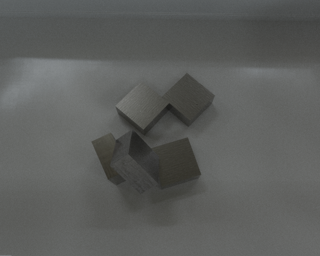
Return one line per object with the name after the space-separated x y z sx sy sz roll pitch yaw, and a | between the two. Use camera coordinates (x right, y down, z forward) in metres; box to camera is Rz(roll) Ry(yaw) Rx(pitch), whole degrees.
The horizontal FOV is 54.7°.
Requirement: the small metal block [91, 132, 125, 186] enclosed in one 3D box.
-0.057 0.039 0.381 0.025 0.050 0.050 -26 72 -5 | small metal block

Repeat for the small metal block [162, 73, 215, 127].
0.038 -0.038 0.424 0.050 0.025 0.050 42 75 13 | small metal block

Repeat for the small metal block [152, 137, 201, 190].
0.019 0.045 0.393 0.050 0.025 0.050 -16 71 -6 | small metal block

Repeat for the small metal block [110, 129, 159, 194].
-0.027 0.037 0.351 0.025 0.050 0.050 -34 115 19 | small metal block

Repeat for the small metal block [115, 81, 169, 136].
-0.023 -0.027 0.419 0.050 0.025 0.050 40 75 13 | small metal block
